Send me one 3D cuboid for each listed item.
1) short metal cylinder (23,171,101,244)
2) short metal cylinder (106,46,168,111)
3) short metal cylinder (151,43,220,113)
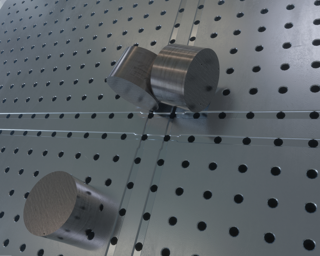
[{"bbox_3d":[-0.123,0.101,0.395,0.080,0.050,0.080,-13,56,21],"label":"short metal cylinder"},{"bbox_3d":[-0.026,-0.067,0.428,0.080,0.080,0.050,18,71,35],"label":"short metal cylinder"},{"bbox_3d":[0.034,-0.064,0.395,0.050,0.080,0.080,19,72,35],"label":"short metal cylinder"}]
